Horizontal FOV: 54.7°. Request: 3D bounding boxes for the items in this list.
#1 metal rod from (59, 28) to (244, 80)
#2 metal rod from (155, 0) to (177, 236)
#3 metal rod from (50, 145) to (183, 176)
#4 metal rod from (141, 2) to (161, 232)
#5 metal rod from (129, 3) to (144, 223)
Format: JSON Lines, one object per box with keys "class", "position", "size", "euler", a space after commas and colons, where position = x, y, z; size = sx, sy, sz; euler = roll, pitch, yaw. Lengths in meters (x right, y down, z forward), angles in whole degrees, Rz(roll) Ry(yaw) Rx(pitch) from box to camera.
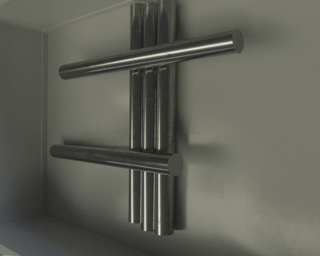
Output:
{"class": "metal rod", "position": [-0.037, -0.088, 0.403], "size": [0.300, 0.025, 0.025], "euler": [1, 91, 40]}
{"class": "metal rod", "position": [0.008, -0.014, 0.398], "size": [0.025, 0.025, 0.298], "euler": [1, 91, 40]}
{"class": "metal rod", "position": [-0.085, 0.041, 0.452], "size": [0.300, 0.025, 0.025], "euler": [0, 90, 47]}
{"class": "metal rod", "position": [-0.011, -0.014, 0.415], "size": [0.025, 0.025, 0.298], "euler": [1, 91, 40]}
{"class": "metal rod", "position": [-0.030, -0.020, 0.431], "size": [0.025, 0.025, 0.298], "euler": [1, 91, 40]}
